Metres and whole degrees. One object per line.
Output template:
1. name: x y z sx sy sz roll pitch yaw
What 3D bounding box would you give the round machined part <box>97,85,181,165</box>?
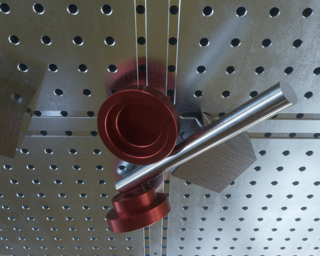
1. round machined part: -0.023 -0.007 0.381 0.098 0.042 0.097 5 115 12

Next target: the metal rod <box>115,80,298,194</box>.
1. metal rod: 0.029 0.029 0.383 0.025 0.025 0.299 30 139 -23

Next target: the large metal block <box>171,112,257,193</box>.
1. large metal block: 0.070 0.036 0.427 0.080 0.050 0.080 24 126 -19

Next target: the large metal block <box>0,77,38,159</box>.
1. large metal block: -0.206 -0.017 0.378 0.080 0.050 0.079 19 128 -16

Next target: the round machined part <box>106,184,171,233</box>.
1. round machined part: -0.036 0.118 0.477 0.098 0.098 0.042 -17 93 14
